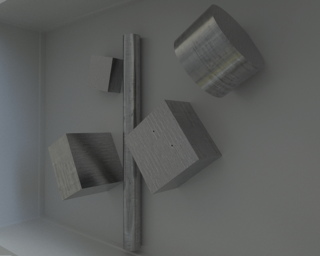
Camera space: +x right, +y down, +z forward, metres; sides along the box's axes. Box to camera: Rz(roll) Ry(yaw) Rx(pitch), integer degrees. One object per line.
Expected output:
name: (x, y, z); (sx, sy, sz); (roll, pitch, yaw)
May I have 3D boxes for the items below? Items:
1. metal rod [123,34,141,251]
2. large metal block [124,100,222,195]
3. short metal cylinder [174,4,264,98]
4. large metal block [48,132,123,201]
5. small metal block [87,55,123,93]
metal rod: (-0.040, 0.020, 0.437); (0.025, 0.025, 0.298); (0, 90, 39)
large metal block: (0.014, 0.023, 0.378); (0.080, 0.050, 0.080); (-43, 65, 31)
short metal cylinder: (0.061, -0.078, 0.319); (0.050, 0.081, 0.080); (-38, 67, 33)
large metal block: (-0.106, 0.054, 0.456); (0.050, 0.081, 0.080); (-33, 70, 35)
small metal block: (-0.083, -0.083, 0.473); (0.050, 0.025, 0.050); (16, 100, 38)
